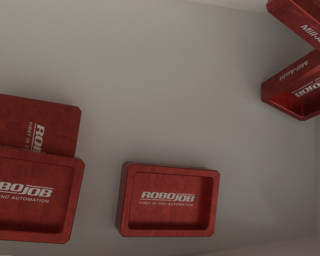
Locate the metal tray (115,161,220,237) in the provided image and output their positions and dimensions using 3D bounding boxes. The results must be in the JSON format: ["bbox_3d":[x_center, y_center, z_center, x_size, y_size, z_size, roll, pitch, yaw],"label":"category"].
[{"bbox_3d":[0.012,0.095,0.412,0.131,0.030,0.089,7,88,-20],"label":"metal tray"}]

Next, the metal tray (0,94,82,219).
[{"bbox_3d":[-0.146,0.033,0.354,0.091,0.030,0.129,9,87,-20],"label":"metal tray"}]

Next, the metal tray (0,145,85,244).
[{"bbox_3d":[-0.152,0.066,0.319,0.131,0.030,0.090,12,86,-20],"label":"metal tray"}]

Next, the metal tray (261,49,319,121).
[{"bbox_3d":[0.220,-0.061,0.434,0.091,0.129,0.030,23,60,-19],"label":"metal tray"}]

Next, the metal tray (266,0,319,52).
[{"bbox_3d":[0.189,-0.134,0.343,0.130,0.030,0.090,31,74,-14],"label":"metal tray"}]
